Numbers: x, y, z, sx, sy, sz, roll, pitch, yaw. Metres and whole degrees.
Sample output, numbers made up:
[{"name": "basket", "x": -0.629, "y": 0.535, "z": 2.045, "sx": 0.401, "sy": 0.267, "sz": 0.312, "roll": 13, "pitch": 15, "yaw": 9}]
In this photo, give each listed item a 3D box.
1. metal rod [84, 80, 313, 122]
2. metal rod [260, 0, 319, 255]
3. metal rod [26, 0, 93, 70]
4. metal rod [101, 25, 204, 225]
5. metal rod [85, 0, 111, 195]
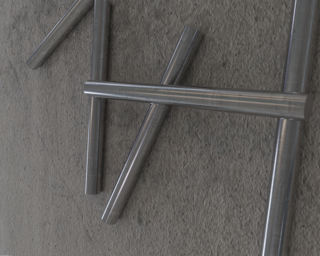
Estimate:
[{"name": "metal rod", "x": 0.013, "y": -0.038, "z": 0.360, "sx": 0.300, "sy": 0.025, "sz": 0.025, "roll": 10, "pitch": 97, "yaw": 39}, {"name": "metal rod", "x": 0.127, "y": -0.013, "z": 0.299, "sx": 0.025, "sy": 0.025, "sz": 0.298, "roll": 9, "pitch": 96, "yaw": 39}, {"name": "metal rod", "x": -0.148, "y": -0.190, "z": 0.527, "sx": 0.299, "sy": 0.025, "sz": 0.025, "roll": -32, "pitch": 70, "yaw": 35}, {"name": "metal rod", "x": -0.017, "y": 0.009, "z": 0.419, "sx": 0.025, "sy": 0.025, "sz": 0.298, "roll": 38, "pitch": 113, "yaw": 33}, {"name": "metal rod", "x": -0.097, "y": -0.046, "z": 0.485, "sx": 0.025, "sy": 0.025, "sz": 0.298, "roll": 6, "pitch": 94, "yaw": 40}]
